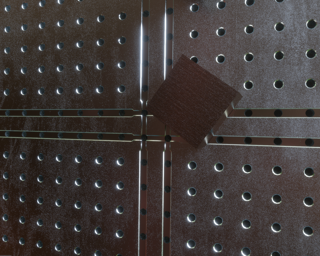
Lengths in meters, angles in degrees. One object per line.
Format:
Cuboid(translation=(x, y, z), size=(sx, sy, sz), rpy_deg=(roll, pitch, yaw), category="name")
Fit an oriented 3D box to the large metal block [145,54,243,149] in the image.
Cuboid(translation=(0.043, -0.031, 0.384), size=(0.080, 0.050, 0.080), rpy_deg=(38, 102, 15), category="large metal block")
